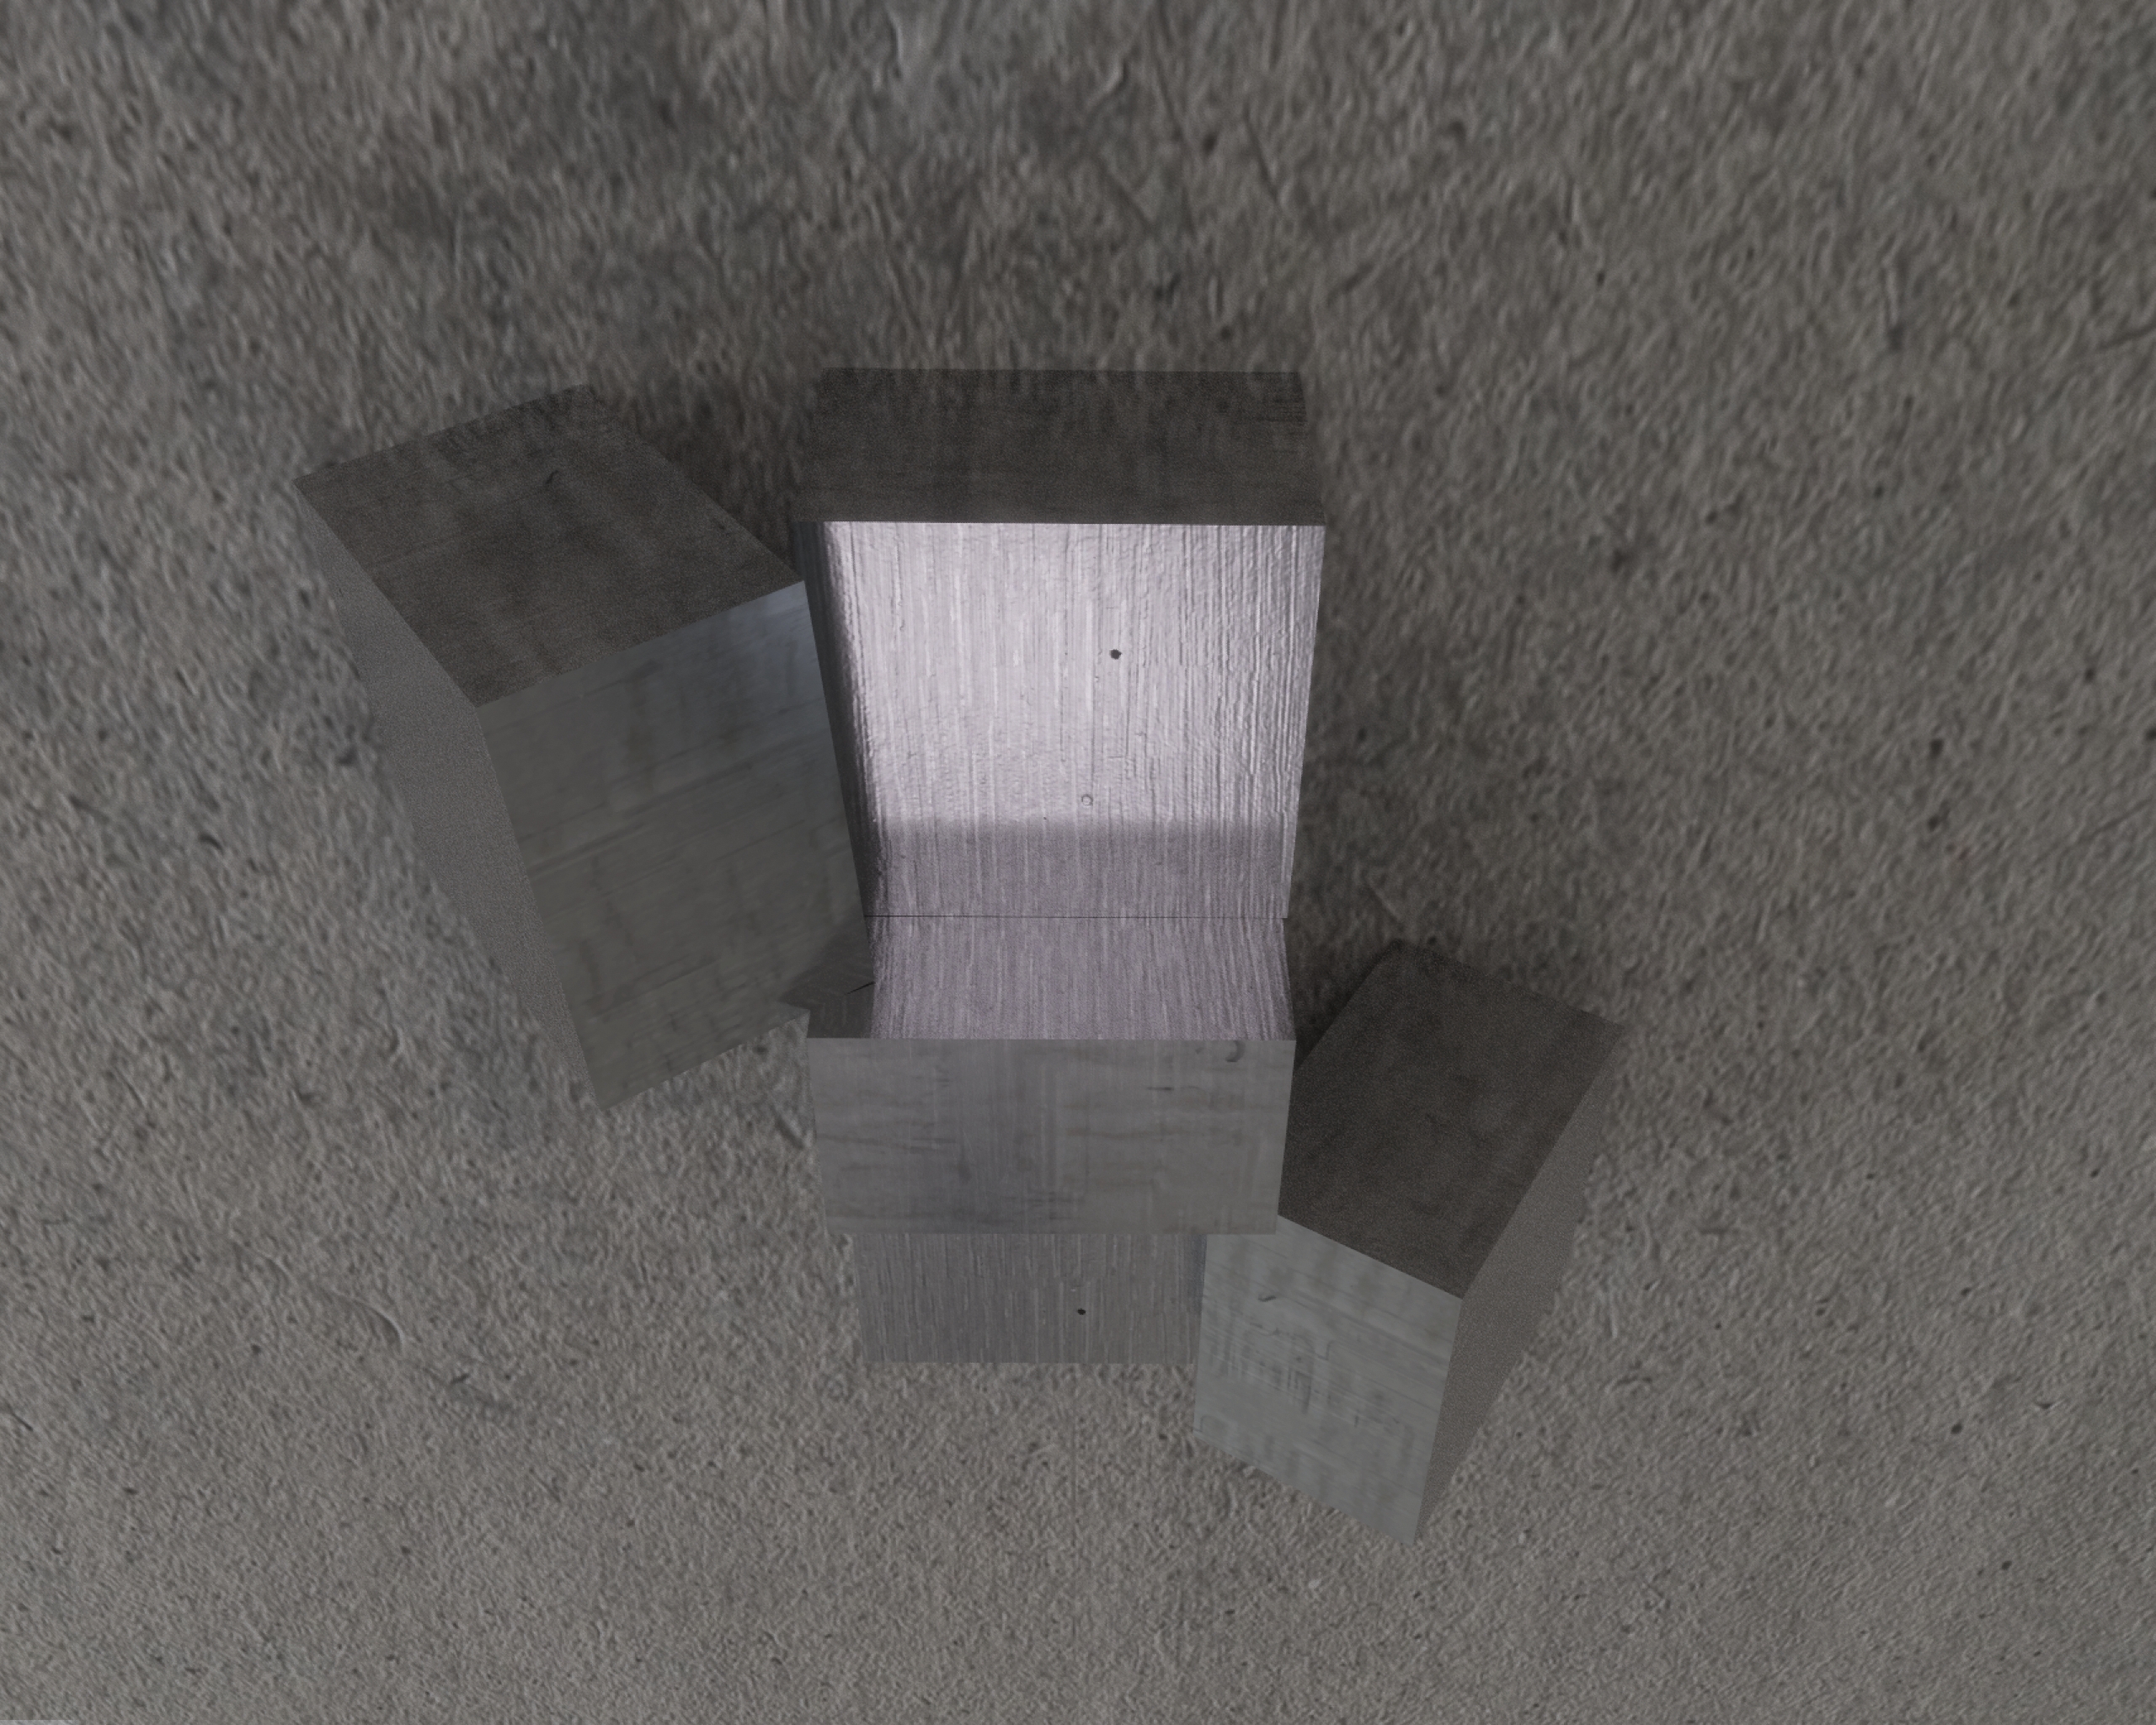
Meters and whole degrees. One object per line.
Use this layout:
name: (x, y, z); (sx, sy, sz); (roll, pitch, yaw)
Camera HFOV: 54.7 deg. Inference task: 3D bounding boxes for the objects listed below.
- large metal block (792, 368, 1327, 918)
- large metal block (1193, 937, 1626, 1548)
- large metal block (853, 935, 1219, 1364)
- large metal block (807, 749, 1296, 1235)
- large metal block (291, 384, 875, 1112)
large metal block: (-0.003, -0.037, 0.359); (0.081, 0.050, 0.079); (0, 130, -1)
large metal block: (0.067, 0.076, 0.427); (0.050, 0.080, 0.079); (22, 135, 23)
large metal block: (-0.005, 0.062, 0.443); (0.081, 0.050, 0.079); (1, 130, -1)
large metal block: (-0.004, 0.022, 0.390); (0.081, 0.080, 0.050); (0, 130, -1)
large metal block: (-0.080, -0.021, 0.343); (0.050, 0.080, 0.080); (-26, 134, -23)
